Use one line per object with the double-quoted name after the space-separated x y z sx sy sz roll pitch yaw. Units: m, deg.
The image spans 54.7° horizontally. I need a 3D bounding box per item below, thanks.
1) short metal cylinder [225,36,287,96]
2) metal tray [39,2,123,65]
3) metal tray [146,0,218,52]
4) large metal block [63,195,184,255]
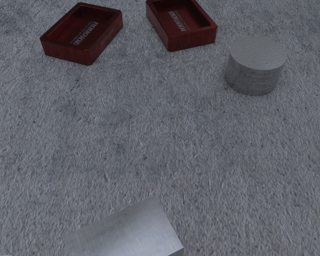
0.142 -0.094 0.467 0.081 0.050 0.080 0 50 0 "short metal cylinder"
-0.132 -0.168 0.539 0.090 0.030 0.130 16 52 13 "metal tray"
0.036 -0.196 0.564 0.091 0.030 0.130 -15 52 -13 "metal tray"
-0.029 0.114 0.271 0.081 0.080 0.050 -21 53 -17 "large metal block"
